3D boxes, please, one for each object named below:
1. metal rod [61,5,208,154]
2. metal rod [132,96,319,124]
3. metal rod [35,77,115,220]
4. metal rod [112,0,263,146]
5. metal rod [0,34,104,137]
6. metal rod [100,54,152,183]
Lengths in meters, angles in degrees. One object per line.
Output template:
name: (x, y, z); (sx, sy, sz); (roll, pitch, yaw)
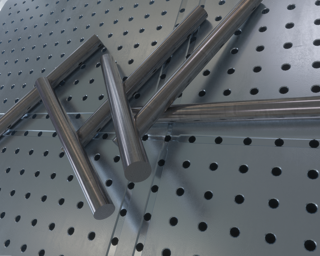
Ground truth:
metal rod: (-0.036, -0.072, 0.472); (0.300, 0.025, 0.025); (-47, 51, -5)
metal rod: (0.090, -0.020, 0.373); (0.300, 0.025, 0.025); (-1, 61, 27)
metal rod: (-0.133, 0.007, 0.441); (0.025, 0.025, 0.300); (-41, 48, 1)
metal rod: (0.047, -0.086, 0.415); (0.025, 0.025, 0.301); (29, 71, 37)
metal rod: (-0.223, -0.062, 0.565); (0.300, 0.025, 0.025); (-42, 51, -1)
metal rod: (-0.055, -0.037, 0.405); (0.025, 0.025, 0.300); (-34, 34, 6)
